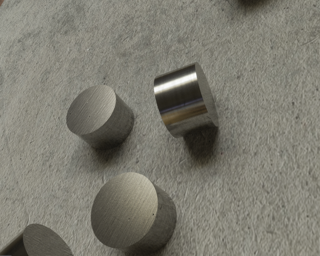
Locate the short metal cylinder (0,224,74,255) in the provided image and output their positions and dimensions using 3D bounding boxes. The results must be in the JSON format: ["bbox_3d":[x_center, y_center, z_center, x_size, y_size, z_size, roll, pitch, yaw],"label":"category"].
[{"bbox_3d":[-0.140,0.156,0.347,0.050,0.080,0.080,-42,51,0],"label":"short metal cylinder"}]

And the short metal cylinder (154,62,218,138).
[{"bbox_3d":[0.033,-0.033,0.371,0.050,0.080,0.080,-17,55,18],"label":"short metal cylinder"}]

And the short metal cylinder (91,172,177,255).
[{"bbox_3d":[-0.028,0.096,0.344,0.080,0.050,0.080,-13,56,21],"label":"short metal cylinder"}]

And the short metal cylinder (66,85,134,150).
[{"bbox_3d":[-0.084,-0.015,0.441,0.080,0.050,0.080,-13,56,21],"label":"short metal cylinder"}]
